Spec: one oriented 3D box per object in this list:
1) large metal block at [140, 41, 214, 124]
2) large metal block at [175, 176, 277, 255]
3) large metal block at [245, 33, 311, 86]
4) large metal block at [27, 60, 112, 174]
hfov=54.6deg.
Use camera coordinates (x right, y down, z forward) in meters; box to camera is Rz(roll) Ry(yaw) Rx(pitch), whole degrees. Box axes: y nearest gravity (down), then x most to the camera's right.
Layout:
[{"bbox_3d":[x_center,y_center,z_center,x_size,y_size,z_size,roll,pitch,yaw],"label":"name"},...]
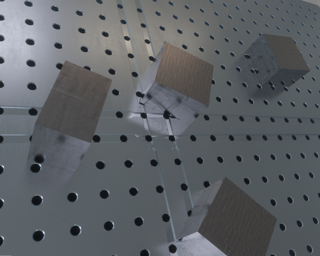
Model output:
[{"bbox_3d":[0.026,-0.064,0.445,0.080,0.050,0.080,23,53,-14],"label":"large metal block"},{"bbox_3d":[0.078,0.119,0.361,0.080,0.050,0.080,40,51,-1],"label":"large metal block"},{"bbox_3d":[0.223,-0.128,0.589,0.081,0.050,0.080,-4,64,-30],"label":"large metal block"},{"bbox_3d":[-0.095,-0.009,0.327,0.050,0.080,0.080,22,54,-15],"label":"large metal block"}]
